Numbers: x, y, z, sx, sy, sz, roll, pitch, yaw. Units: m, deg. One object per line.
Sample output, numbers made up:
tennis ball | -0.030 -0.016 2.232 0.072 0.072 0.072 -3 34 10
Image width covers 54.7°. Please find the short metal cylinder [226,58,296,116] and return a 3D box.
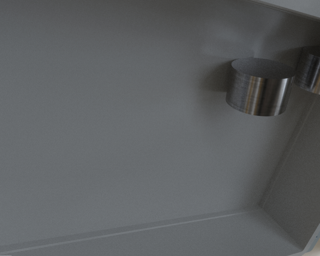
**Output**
short metal cylinder | 0.131 -0.056 0.410 0.081 0.080 0.050 -11 123 -23

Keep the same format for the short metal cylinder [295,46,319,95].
short metal cylinder | 0.245 -0.085 0.454 0.081 0.080 0.050 -9 122 -24
